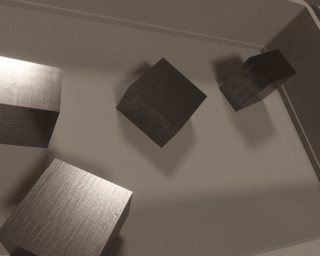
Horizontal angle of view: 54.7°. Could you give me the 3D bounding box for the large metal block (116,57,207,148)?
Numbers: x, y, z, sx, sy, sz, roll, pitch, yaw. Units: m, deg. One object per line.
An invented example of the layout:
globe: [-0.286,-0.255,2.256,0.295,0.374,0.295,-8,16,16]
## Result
large metal block: [0.003,-0.035,0.414,0.080,0.050,0.080,41,51,0]

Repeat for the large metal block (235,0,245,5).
large metal block: [0.178,-0.338,0.697,0.080,0.050,0.080,37,51,-4]

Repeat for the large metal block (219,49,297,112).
large metal block: [0.158,-0.077,0.505,0.081,0.080,0.050,-22,74,-36]

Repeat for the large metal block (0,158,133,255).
large metal block: [-0.080,0.086,0.280,0.080,0.050,0.080,22,51,7]

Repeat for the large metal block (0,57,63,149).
large metal block: [-0.146,-0.023,0.306,0.081,0.080,0.050,8,58,-24]
